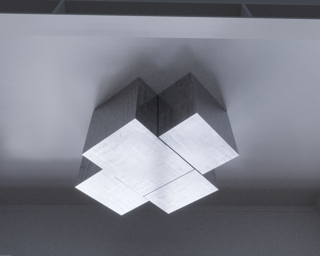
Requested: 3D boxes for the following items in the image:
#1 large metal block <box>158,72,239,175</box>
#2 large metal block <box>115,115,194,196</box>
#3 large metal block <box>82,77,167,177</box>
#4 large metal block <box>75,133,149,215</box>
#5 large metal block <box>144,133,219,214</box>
[{"bbox_3d":[0.043,-0.006,0.368,0.050,0.080,0.080,-33,123,25],"label":"large metal block"},{"bbox_3d":[-0.007,0.027,0.395,0.080,0.080,0.050,-32,123,24],"label":"large metal block"},{"bbox_3d":[-0.040,-0.001,0.369,0.080,0.080,0.050,-32,123,24],"label":"large metal block"},{"bbox_3d":[-0.060,0.057,0.420,0.050,0.080,0.080,-33,123,25],"label":"large metal block"},{"bbox_3d":[0.026,0.056,0.421,0.080,0.080,0.050,-32,123,24],"label":"large metal block"}]
